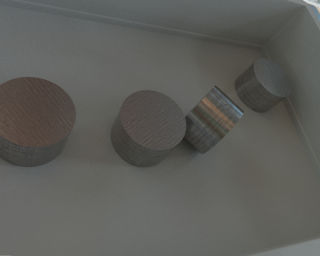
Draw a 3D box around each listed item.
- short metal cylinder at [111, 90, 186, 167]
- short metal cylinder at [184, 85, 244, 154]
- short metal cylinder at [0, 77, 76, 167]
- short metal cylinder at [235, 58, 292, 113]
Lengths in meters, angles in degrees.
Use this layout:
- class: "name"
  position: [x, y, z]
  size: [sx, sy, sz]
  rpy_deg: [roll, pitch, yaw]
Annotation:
- class: "short metal cylinder"
  position: [-0.015, 0.001, 0.378]
  size: [0.081, 0.050, 0.080]
  rpy_deg: [11, 58, -17]
- class: "short metal cylinder"
  position: [0.065, -0.011, 0.414]
  size: [0.050, 0.080, 0.080]
  rpy_deg: [44, 51, 1]
- class: "short metal cylinder"
  position: [-0.134, -0.006, 0.322]
  size: [0.081, 0.050, 0.080]
  rpy_deg: [14, 56, -21]
- class: "short metal cylinder"
  position: [0.177, -0.073, 0.533]
  size: [0.081, 0.050, 0.080]
  rpy_deg: [14, 56, -21]
